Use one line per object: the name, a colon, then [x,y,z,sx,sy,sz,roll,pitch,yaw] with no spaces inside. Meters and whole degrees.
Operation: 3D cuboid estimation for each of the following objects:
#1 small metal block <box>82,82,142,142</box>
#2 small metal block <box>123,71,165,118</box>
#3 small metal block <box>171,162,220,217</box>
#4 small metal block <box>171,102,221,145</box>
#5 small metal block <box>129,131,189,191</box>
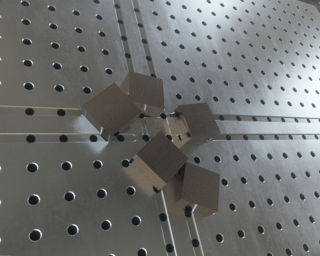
small metal block: [-0.060,-0.019,0.381,0.050,0.025,0.050,-41,86,-24]
small metal block: [-0.023,-0.046,0.425,0.050,0.025,0.050,11,57,-23]
small metal block: [0.046,0.077,0.388,0.050,0.025,0.050,22,53,-16]
small metal block: [0.051,-0.007,0.442,0.050,0.025,0.050,-8,66,-32]
small metal block: [-0.001,0.040,0.385,0.050,0.025,0.050,45,51,2]
